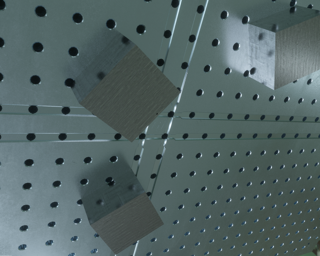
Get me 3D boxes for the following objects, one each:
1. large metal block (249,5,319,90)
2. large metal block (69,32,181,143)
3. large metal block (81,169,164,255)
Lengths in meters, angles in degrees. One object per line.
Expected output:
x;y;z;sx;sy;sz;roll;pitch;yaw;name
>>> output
0.170;-0.109;0.419;0.080;0.050;0.080;-24;127;-14;large metal block
-0.038;-0.044;0.346;0.080;0.050;0.080;-46;129;4;large metal block
-0.051;0.119;0.440;0.080;0.050;0.080;-30;129;-9;large metal block
